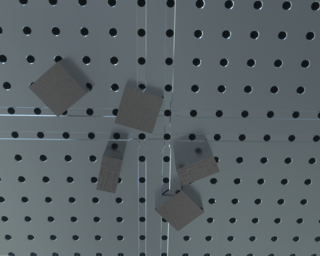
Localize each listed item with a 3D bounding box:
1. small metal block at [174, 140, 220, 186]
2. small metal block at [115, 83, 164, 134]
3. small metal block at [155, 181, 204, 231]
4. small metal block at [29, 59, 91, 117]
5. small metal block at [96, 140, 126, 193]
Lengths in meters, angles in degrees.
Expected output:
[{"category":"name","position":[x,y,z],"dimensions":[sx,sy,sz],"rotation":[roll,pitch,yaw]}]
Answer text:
[{"category":"small metal block","position":[0.048,0.046,0.418],"dimensions":[0.050,0.050,0.025],"rotation":[-23,109,8]},{"category":"small metal block","position":[-0.027,-0.026,0.404],"dimensions":[0.050,0.025,0.050],"rotation":[16,109,-7]},{"category":"small metal block","position":[0.028,0.115,0.457],"dimensions":[0.050,0.025,0.050],"rotation":[-40,106,13]},{"category":"small metal block","position":[-0.126,-0.051,0.393],"dimensions":[0.050,0.025,0.050],"rotation":[-37,106,12]},{"category":"small metal block","position":[-0.065,0.051,0.418],"dimensions":[0.025,0.050,0.050],"rotation":[13,110,-5]}]
